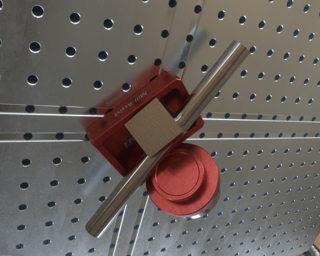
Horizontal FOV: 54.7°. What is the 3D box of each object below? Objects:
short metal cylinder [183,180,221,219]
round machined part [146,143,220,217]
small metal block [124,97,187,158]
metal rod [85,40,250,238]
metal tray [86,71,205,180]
[{"bbox_3d":[0.041,0.083,0.450,0.080,0.080,0.050,-37,130,-4],"label":"short metal cylinder"},{"bbox_3d":[0.027,0.065,0.407,0.098,0.098,0.042,-39,152,-2],"label":"round machined part"},{"bbox_3d":[-0.005,0.000,0.366,0.050,0.050,0.025,-40,168,11],"label":"small metal block"},{"bbox_3d":[0.004,0.020,0.388,0.025,0.025,0.299,32,100,-39],"label":"metal rod"},{"bbox_3d":[-0.015,-0.001,0.400,0.130,0.030,0.090,-37,130,-4],"label":"metal tray"}]
